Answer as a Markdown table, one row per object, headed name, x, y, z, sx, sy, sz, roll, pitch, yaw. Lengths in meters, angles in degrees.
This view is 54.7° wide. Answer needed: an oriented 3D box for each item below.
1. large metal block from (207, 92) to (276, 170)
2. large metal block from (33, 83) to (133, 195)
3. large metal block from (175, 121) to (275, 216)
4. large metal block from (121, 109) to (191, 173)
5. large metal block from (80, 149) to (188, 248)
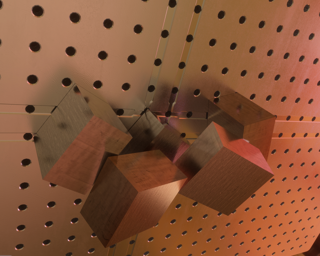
| name | x | y | z | sx | sy | sz | roll | pitch | yaw |
| --- | --- | --- | --- | --- | --- | --- | --- | --- | --- |
| large metal block | 0.111 | 0.006 | 0.442 | 0.050 | 0.080 | 0.079 | -15 | 125 | -20 |
| large metal block | -0.087 | 0.010 | 0.335 | 0.050 | 0.080 | 0.080 | 34 | 99 | -39 |
| large metal block | 0.074 | 0.051 | 0.379 | 0.080 | 0.050 | 0.080 | 29 | 116 | -23 |
| large metal block | -0.007 | 0.035 | 0.414 | 0.080 | 0.050 | 0.080 | -49 | 129 | 6 |
| large metal block | -0.028 | 0.074 | 0.341 | 0.081 | 0.050 | 0.079 | -3 | 130 | -51 |
